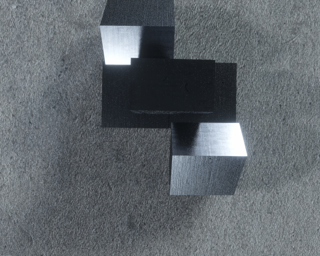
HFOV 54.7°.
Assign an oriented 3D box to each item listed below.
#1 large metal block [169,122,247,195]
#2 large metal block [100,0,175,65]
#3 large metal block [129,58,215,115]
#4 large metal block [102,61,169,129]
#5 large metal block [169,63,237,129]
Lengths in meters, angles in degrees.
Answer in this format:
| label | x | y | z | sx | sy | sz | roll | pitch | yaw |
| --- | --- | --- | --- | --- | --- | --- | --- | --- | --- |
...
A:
| label | x | y | z | sx | sy | sz | roll | pitch | yaw |
| --- | --- | --- | --- | --- | --- | --- | --- | --- | --- |
| large metal block | 0.053 | 0.039 | 0.378 | 0.081 | 0.079 | 0.050 | 0 | 46 | -1 |
| large metal block | -0.024 | -0.121 | 0.377 | 0.081 | 0.050 | 0.080 | 1 | 46 | 0 |
| large metal block | 0.012 | -0.041 | 0.334 | 0.081 | 0.080 | 0.050 | 1 | 90 | -1 |
| large metal block | -0.029 | -0.040 | 0.397 | 0.081 | 0.050 | 0.079 | 1 | 90 | -1 |
| large metal block | 0.052 | -0.039 | 0.398 | 0.081 | 0.050 | 0.079 | 1 | 90 | -1 |
